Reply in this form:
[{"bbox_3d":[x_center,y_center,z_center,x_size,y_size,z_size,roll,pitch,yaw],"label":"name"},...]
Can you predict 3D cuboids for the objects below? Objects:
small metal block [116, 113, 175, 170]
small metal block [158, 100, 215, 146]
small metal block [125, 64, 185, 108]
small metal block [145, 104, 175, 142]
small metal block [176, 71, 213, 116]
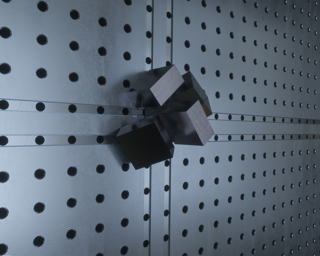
[{"bbox_3d":[-0.016,0.017,0.374,0.050,0.050,0.025,63,18,-21],"label":"small metal block"},{"bbox_3d":[0.032,-0.006,0.386,0.025,0.050,0.050,-44,117,-32],"label":"small metal block"},{"bbox_3d":[-0.007,-0.051,0.386,0.050,0.050,0.025,-48,119,-29],"label":"small metal block"},{"bbox_3d":[0.007,-0.006,0.414,0.050,0.025,0.050,1,89,-41],"label":"small metal block"},{"bbox_3d":[0.046,-0.044,0.429,0.050,0.025,0.050,50,21,-28],"label":"small metal block"}]
